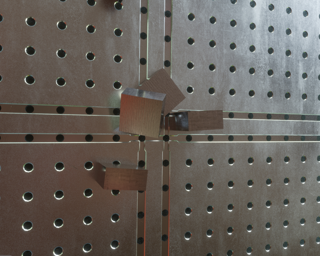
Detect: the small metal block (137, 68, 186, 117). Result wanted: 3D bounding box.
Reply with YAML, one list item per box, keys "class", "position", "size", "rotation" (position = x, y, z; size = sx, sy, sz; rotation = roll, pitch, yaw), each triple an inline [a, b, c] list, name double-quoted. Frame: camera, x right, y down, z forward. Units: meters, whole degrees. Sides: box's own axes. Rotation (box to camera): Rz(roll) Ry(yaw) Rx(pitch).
- class: "small metal block"
  position: [-0.003, -0.043, 0.412]
  size: [0.050, 0.025, 0.050]
  rotation: [-42, 104, -16]

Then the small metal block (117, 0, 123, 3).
- class: "small metal block"
  position: [-0.039, -0.191, 0.385]
  size: [0.025, 0.050, 0.050]
  rotation: [37, 78, -17]

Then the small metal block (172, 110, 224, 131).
- class: "small metal block"
  position: [0.050, -0.010, 0.419]
  size: [0.050, 0.050, 0.025]
  rotation: [-3, 92, -20]

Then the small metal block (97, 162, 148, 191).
- class: "small metal block"
  position: [-0.048, 0.059, 0.383]
  size: [0.050, 0.050, 0.025]
  rotation: [6, 88, -20]

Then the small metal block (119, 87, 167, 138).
- class: "small metal block"
  position: [-0.022, -0.019, 0.385]
  size: [0.050, 0.025, 0.050]
  rotation: [10, 116, 7]
